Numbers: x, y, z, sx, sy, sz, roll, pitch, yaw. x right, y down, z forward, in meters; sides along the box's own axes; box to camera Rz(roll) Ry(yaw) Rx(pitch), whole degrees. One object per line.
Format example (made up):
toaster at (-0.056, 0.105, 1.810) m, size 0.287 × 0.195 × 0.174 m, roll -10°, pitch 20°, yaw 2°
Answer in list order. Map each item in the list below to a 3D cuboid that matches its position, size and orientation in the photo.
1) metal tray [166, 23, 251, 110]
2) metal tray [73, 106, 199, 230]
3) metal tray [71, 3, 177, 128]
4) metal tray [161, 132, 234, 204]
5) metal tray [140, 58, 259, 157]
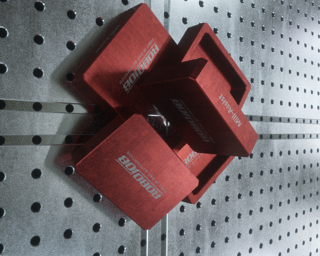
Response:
metal tray at (0.069, -0.065, 0.426) m, size 0.130 × 0.030 × 0.090 m, roll 44°, pitch 64°, yaw -32°
metal tray at (-0.024, 0.050, 0.363) m, size 0.090 × 0.030 × 0.130 m, roll -42°, pitch 119°, yaw -4°
metal tray at (-0.033, -0.075, 0.379) m, size 0.090 × 0.030 × 0.130 m, roll 47°, pitch 62°, yaw -30°
metal tray at (0.059, 0.035, 0.456) m, size 0.131 × 0.030 × 0.090 m, roll -41°, pitch 115°, yaw -32°
metal tray at (0.047, -0.019, 0.368) m, size 0.130 × 0.090 × 0.030 m, roll 48°, pitch 61°, yaw -30°
